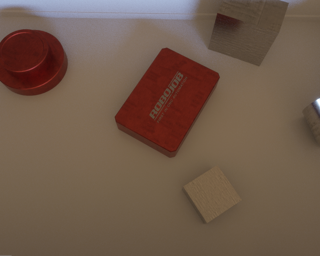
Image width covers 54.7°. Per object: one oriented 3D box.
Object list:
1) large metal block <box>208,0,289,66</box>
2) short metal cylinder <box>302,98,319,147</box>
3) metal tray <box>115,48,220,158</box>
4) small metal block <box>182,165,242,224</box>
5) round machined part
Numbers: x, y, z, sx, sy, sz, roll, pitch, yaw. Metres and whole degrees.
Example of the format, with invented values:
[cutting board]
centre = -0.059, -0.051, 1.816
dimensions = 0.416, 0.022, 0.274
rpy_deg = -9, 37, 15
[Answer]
[large metal block]
centre = 0.119, -0.140, 0.433
dimensions = 0.080, 0.080, 0.050
rpy_deg = 21, 71, 7
[short metal cylinder]
centre = 0.230, -0.014, 0.388
dimensions = 0.081, 0.080, 0.050
rpy_deg = -16, 71, -6
[metal tray]
centre = 0.011, -0.037, 0.421
dimensions = 0.090, 0.030, 0.130
rpy_deg = 29, 72, 9
[small metal block]
centre = 0.062, 0.082, 0.381
dimensions = 0.050, 0.025, 0.050
rpy_deg = -30, 73, -11
[round machined part]
centre = -0.185, -0.098, 0.434
dimensions = 0.099, 0.042, 0.098
rpy_deg = 0, 70, -1
